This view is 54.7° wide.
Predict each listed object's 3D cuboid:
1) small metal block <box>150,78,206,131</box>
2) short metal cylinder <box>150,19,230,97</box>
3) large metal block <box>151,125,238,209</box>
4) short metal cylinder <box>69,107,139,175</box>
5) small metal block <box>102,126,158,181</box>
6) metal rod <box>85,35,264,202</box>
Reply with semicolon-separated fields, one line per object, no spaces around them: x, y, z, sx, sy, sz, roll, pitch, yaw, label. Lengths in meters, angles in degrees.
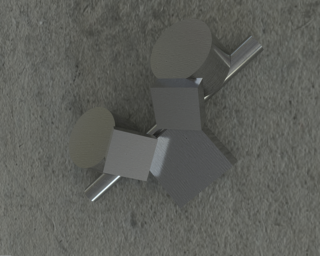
0.021;-0.026;0.336;0.050;0.025;0.050;2;122;19;small metal block
0.036;-0.080;0.368;0.080;0.050;0.080;-14;65;31;short metal cylinder
0.035;0.038;0.382;0.080;0.050;0.080;-43;77;14;large metal block
-0.072;0.018;0.406;0.080;0.050;0.080;-14;65;31;short metal cylinder
-0.035;0.029;0.356;0.050;0.025;0.050;14;96;-13;small metal block
0.009;-0.003;0.406;0.299;0.025;0.025;-43;77;14;metal rod
